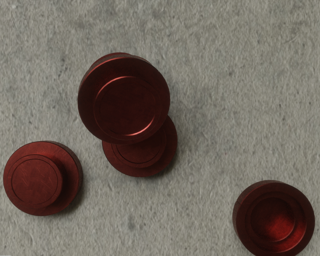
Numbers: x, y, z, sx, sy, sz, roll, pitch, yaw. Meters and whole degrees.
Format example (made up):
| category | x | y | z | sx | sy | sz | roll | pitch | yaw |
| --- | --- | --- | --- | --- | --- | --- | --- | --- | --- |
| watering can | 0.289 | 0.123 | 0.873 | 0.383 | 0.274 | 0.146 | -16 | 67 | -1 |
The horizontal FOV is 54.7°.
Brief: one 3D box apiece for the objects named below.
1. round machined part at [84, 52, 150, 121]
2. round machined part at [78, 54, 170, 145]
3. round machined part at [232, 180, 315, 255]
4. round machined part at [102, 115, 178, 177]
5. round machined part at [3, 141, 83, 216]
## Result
| category | x | y | z | sx | sy | sz | roll | pitch | yaw |
| --- | --- | --- | --- | --- | --- | --- | --- | --- | --- |
| round machined part | -0.051 | -0.054 | 0.380 | 0.099 | 0.042 | 0.098 | -4 | 61 | 7 |
| round machined part | -0.036 | -0.026 | 0.328 | 0.099 | 0.042 | 0.097 | -5 | 112 | -13 |
| round machined part | 0.143 | 0.116 | 0.404 | 0.099 | 0.042 | 0.097 | 0 | 90 | -1 |
| round machined part | -0.026 | 0.016 | 0.401 | 0.099 | 0.042 | 0.097 | 0 | 90 | -1 |
| round machined part | -0.154 | 0.066 | 0.400 | 0.099 | 0.042 | 0.097 | 0 | 90 | -1 |
